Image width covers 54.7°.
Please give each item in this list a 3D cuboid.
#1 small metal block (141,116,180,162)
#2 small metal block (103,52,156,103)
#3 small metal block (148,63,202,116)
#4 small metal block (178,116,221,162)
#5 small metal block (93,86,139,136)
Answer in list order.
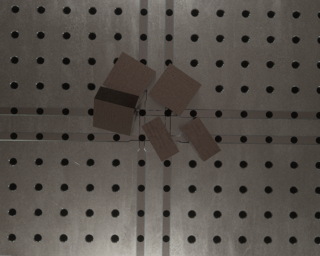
[{"bbox_3d":[0.000,0.013,0.401,0.025,0.050,0.050,-30,90,0],"label":"small metal block"},{"bbox_3d":[-0.040,-0.065,0.413,0.050,0.025,0.050,31,90,-1],"label":"small metal block"},{"bbox_3d":[0.019,-0.050,0.414,0.050,0.025,0.050,35,90,-1],"label":"small metal block"},{"bbox_3d":[0.050,0.013,0.402,0.025,0.050,0.050,-34,90,0],"label":"small metal block"},{"bbox_3d":[-0.057,-0.021,0.399,0.050,0.050,0.025,14,46,-1],"label":"small metal block"}]
